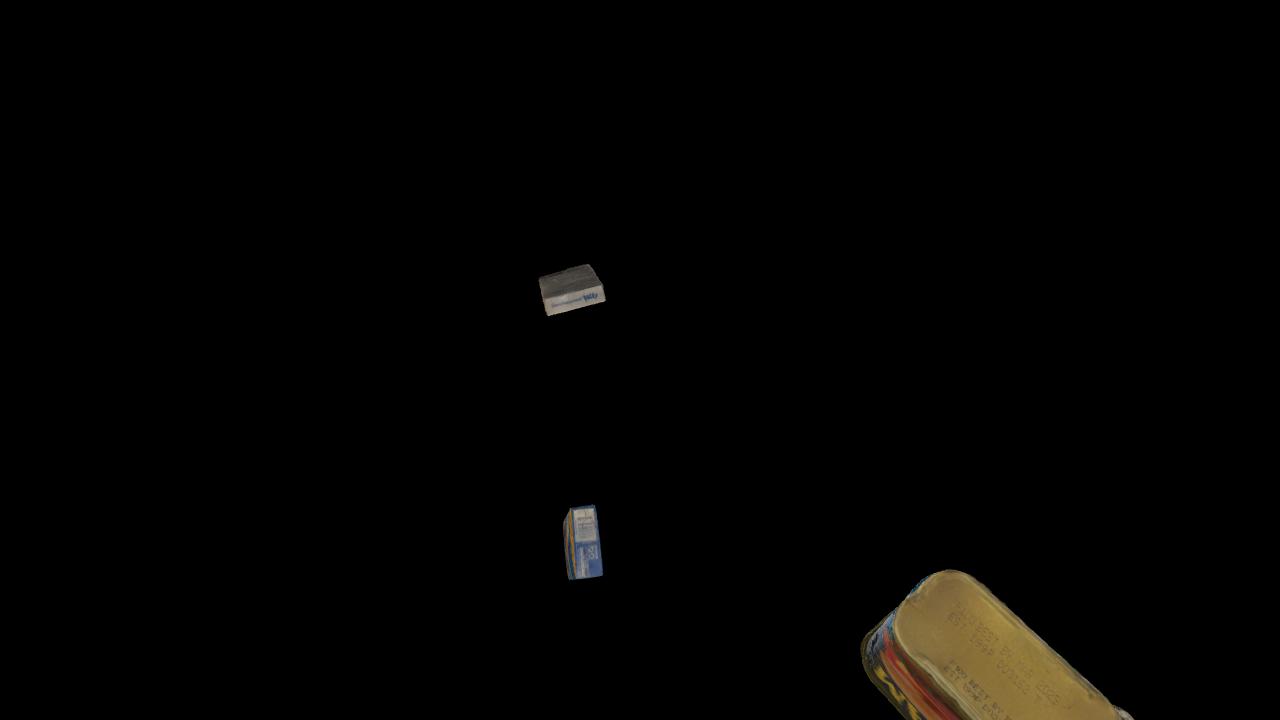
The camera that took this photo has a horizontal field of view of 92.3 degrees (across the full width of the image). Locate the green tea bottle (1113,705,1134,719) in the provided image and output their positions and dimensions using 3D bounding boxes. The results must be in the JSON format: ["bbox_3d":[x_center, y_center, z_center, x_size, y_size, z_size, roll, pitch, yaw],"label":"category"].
[{"bbox_3d":[0.375,0.370,0.615,0.073,0.073,0.212,0,-22,-25],"label":"green tea bottle"}]

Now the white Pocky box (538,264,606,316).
[{"bbox_3d":[-0.101,-0.104,0.885,0.084,0.028,0.154,-16,21,-6],"label":"white Pocky box"}]

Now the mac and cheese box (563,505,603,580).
[{"bbox_3d":[-0.085,0.266,0.883,0.041,0.093,0.184,-5,-19,-12],"label":"mac and cheese box"}]

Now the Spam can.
[{"bbox_3d":[0.168,0.164,0.307,0.058,0.101,0.085,-35,-32,-15],"label":"Spam can"}]
